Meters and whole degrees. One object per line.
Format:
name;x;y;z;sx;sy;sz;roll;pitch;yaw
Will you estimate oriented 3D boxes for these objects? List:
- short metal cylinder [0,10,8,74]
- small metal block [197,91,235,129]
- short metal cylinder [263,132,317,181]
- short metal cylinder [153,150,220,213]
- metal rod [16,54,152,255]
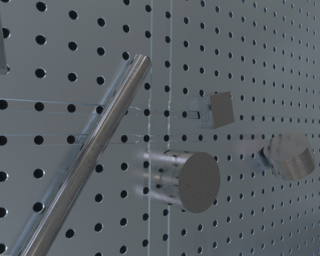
short metal cylinder;-0.164;-0.067;0.236;0.081;0.080;0.050;-9;96;-40
small metal block;0.088;-0.028;0.482;0.050;0.025;0.050;-16;101;-39
short metal cylinder;0.241;0.051;0.575;0.080;0.080;0.050;-46;118;-30
short metal cylinder;0.037;0.071;0.424;0.081;0.050;0.080;0;90;-40
metal rod;-0.084;0.041;0.338;0.025;0.025;0.300;40;65;-33
